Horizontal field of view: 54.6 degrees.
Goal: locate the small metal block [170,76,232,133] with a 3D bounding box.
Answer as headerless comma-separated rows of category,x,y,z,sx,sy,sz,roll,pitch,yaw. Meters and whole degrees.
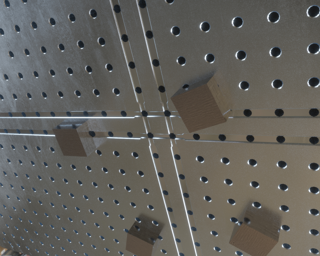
small metal block,0.049,-0.027,0.369,0.050,0.025,0.050,-19,109,35

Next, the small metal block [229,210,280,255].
small metal block,0.132,0.152,0.435,0.050,0.025,0.050,26,128,12

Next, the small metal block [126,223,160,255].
small metal block,-0.032,0.205,0.555,0.050,0.025,0.050,20,126,16

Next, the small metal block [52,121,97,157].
small metal block,-0.136,0.017,0.495,0.050,0.025,0.050,-1,118,28
